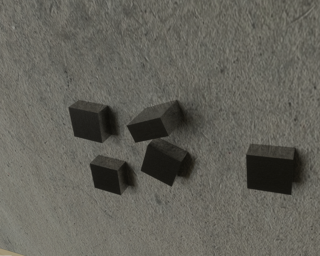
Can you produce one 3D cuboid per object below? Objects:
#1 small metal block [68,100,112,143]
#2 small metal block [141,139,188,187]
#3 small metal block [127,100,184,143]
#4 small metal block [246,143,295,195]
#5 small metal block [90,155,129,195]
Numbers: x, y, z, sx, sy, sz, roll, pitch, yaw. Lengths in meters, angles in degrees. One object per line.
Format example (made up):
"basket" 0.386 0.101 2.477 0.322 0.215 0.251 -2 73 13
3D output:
"small metal block" -0.102 -0.010 0.455 0.050 0.025 0.050 12 124 21
"small metal block" 0.005 0.047 0.433 0.050 0.025 0.050 26 128 12
"small metal block" -0.005 -0.009 0.388 0.050 0.050 0.025 -12 112 33
"small metal block" 0.131 0.048 0.368 0.050 0.025 0.050 5 121 26
"small metal block" -0.080 0.075 0.496 0.050 0.025 0.050 11 123 22
